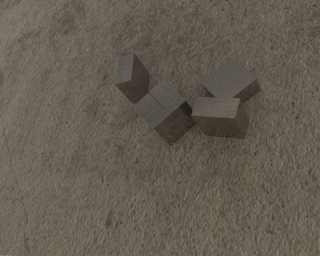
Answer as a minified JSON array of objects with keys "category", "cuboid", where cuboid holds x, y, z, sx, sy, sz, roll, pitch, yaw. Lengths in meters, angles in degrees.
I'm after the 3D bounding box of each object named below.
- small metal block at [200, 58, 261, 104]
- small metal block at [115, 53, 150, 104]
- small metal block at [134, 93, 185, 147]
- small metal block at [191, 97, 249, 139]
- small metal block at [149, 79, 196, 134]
[{"category":"small metal block","cuboid":[0.088,-0.053,0.390,0.050,0.025,0.050,-38,51,2]},{"category":"small metal block","cuboid":[-0.039,-0.072,0.452,0.025,0.050,0.050,-10,57,23]},{"category":"small metal block","cuboid":[0.000,-0.010,0.394,0.025,0.050,0.050,-42,51,0]},{"category":"small metal block","cuboid":[0.071,-0.011,0.358,0.050,0.050,0.025,5,65,30]},{"category":"small metal block","cuboid":[0.019,-0.027,0.395,0.025,0.050,0.050,-41,51,1]}]
